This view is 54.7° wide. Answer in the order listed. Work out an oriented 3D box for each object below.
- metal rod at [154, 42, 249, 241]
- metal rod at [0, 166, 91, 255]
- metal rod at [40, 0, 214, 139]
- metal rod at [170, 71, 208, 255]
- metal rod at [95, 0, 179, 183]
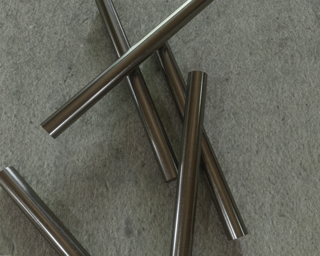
[{"bbox_3d":[0.043,-0.005,0.410,0.025,0.025,0.299,-18,71,-7],"label":"metal rod"},{"bbox_3d":[-0.086,0.156,0.350,0.300,0.025,0.025,43,75,13],"label":"metal rod"},{"bbox_3d":[-0.033,-0.096,0.415,0.025,0.025,0.301,42,75,13],"label":"metal rod"},{"bbox_3d":[0.031,0.076,0.363,0.025,0.025,0.299,6,76,2],"label":"metal rod"},{"bbox_3d":[-0.035,-0.068,0.432,0.025,0.025,0.299,-20,71,-7],"label":"metal rod"}]
